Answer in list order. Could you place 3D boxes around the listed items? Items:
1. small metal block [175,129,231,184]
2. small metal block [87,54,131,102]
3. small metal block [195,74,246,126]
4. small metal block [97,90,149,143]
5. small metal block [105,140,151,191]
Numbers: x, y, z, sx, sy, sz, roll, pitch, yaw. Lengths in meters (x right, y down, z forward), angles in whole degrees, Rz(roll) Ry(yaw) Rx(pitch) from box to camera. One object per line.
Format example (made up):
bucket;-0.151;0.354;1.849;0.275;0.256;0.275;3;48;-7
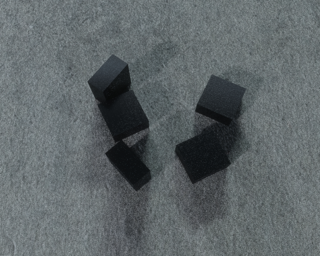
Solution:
small metal block;0.054;0.037;0.395;0.050;0.025;0.050;-24;72;-9
small metal block;-0.066;-0.062;0.417;0.025;0.050;0.050;34;73;11
small metal block;0.082;-0.038;0.423;0.050;0.025;0.050;25;72;8
small metal block;-0.048;-0.016;0.413;0.050;0.025;0.050;-25;72;-9
small metal block;-0.037;0.047;0.377;0.025;0.050;0.050;-41;75;-13
